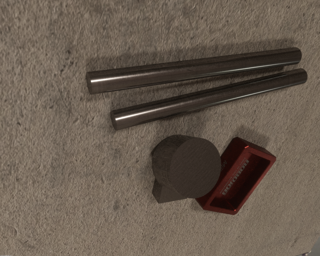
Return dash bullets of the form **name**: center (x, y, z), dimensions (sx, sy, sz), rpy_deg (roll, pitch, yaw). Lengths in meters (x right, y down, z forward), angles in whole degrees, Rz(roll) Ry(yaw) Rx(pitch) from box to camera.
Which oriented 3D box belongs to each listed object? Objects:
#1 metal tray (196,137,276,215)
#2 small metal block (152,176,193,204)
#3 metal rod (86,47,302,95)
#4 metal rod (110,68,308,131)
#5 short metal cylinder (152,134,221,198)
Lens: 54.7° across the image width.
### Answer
- **metal tray**: center (0.129, 0.085, 0.529), dimensions (0.091, 0.030, 0.129), rpy_deg (21, 107, -36)
- **small metal block**: center (0.020, 0.084, 0.472), dimensions (0.050, 0.025, 0.050), rpy_deg (-3, 120, -28)
- **metal rod**: center (0.060, -0.077, 0.393), dimensions (0.303, 0.025, 0.025), rpy_deg (-12, 124, -23)
- **metal rod**: center (0.081, -0.044, 0.425), dimensions (0.302, 0.025, 0.025), rpy_deg (-15, 125, -21)
- **short metal cylinder**: center (0.036, 0.051, 0.425), dimensions (0.081, 0.050, 0.079), rpy_deg (-2, 95, -28)
